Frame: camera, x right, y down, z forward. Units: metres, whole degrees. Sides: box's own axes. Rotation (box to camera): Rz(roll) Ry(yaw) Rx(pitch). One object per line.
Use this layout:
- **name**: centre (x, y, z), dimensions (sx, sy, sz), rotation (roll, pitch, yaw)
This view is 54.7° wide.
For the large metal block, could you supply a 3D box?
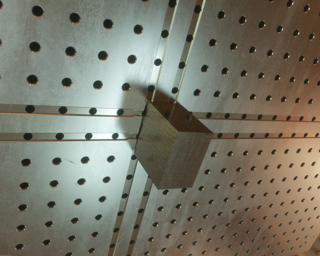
- **large metal block**: centre (0.013, 0.021, 0.396), dimensions (0.050, 0.080, 0.079), rotation (3, 117, -30)
